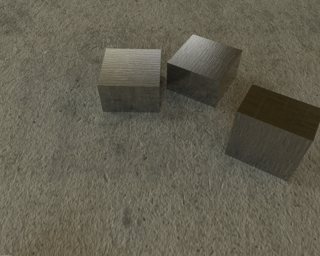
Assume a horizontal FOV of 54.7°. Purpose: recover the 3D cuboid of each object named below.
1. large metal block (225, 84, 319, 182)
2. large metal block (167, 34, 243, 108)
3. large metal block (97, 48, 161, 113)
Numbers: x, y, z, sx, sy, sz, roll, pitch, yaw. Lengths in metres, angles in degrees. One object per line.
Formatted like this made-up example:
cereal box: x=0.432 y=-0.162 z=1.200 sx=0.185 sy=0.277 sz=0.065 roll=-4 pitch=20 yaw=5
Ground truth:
large metal block: x=0.129 y=0.006 z=0.363 sx=0.080 sy=0.080 sz=0.050 roll=24 pitch=54 yaw=19
large metal block: x=0.065 y=-0.086 z=0.460 sx=0.080 sy=0.050 sz=0.080 roll=24 pitch=54 yaw=19
large metal block: x=-0.040 y=-0.069 z=0.444 sx=0.080 sy=0.050 sz=0.080 roll=1 pitch=50 yaw=1
